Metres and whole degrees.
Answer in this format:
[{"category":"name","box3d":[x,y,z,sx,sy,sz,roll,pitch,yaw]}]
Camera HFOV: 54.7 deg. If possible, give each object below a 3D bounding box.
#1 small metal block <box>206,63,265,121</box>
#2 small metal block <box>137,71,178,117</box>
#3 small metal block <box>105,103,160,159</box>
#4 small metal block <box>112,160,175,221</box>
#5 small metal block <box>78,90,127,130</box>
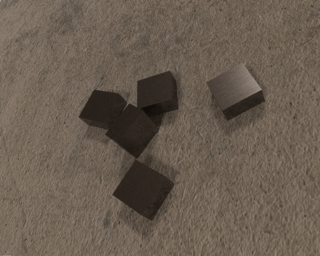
[{"category":"small metal block","box3d":[0.093,-0.045,0.382,0.050,0.025,0.050,-28,52,10]},{"category":"small metal block","box3d":[-0.004,-0.047,0.433,0.050,0.025,0.050,-15,56,19]},{"category":"small metal block","box3d":[-0.035,0.005,0.402,0.025,0.050,0.050,29,78,37]},{"category":"small metal block","box3d":[-0.020,0.073,0.368,0.050,0.025,0.050,24,74,36]},{"category":"small metal block","box3d":[-0.085,-0.027,0.464,0.050,0.025,0.050,12,68,32]}]
